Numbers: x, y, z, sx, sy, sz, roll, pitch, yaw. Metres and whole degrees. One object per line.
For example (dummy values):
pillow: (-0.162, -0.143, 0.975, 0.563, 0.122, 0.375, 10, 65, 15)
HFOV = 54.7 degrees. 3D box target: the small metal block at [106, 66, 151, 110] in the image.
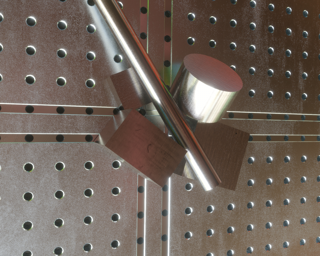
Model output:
small metal block: (-0.035, -0.051, 0.401, 0.050, 0.025, 0.050, -26, 99, -19)

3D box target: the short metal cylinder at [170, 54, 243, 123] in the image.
short metal cylinder: (0.058, -0.052, 0.399, 0.081, 0.080, 0.050, 9, 131, -20)

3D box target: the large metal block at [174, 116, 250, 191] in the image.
large metal block: (0.066, 0.034, 0.424, 0.081, 0.050, 0.080, 19, 84, -20)

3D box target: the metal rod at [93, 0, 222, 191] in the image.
metal rod: (-0.011, -0.060, 0.377, 0.025, 0.025, 0.299, -30, 89, -18)

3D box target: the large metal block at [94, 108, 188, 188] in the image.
large metal block: (-0.027, 0.022, 0.374, 0.080, 0.080, 0.050, 39, 78, -16)
